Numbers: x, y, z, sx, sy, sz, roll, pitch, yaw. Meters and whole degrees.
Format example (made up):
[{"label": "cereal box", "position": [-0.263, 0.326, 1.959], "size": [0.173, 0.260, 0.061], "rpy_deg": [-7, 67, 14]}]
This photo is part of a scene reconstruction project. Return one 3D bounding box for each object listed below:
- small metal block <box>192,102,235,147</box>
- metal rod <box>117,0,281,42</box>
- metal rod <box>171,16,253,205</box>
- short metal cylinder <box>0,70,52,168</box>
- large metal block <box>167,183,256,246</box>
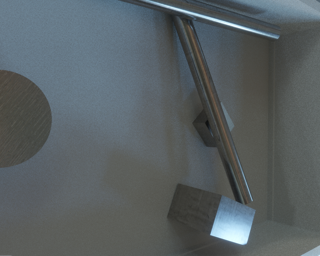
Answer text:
[{"label": "small metal block", "position": [0.084, -0.005, 0.479], "size": [0.050, 0.025, 0.050], "rpy_deg": [-49, 120, -29]}, {"label": "metal rod", "position": [0.047, -0.155, 0.410], "size": [0.303, 0.025, 0.025], "rpy_deg": [3, 88, -29]}, {"label": "metal rod", "position": [0.074, -0.032, 0.441], "size": [0.025, 0.025, 0.298], "rpy_deg": [-24, 96, -38]}, {"label": "short metal cylinder", "position": [-0.144, -0.008, 0.270], "size": [0.081, 0.050, 0.079], "rpy_deg": [0, 90, -40]}, {"label": "large metal block", "position": [0.072, 0.120, 0.432], "size": [0.080, 0.080, 0.050], "rpy_deg": [29, 74, -37]}]
